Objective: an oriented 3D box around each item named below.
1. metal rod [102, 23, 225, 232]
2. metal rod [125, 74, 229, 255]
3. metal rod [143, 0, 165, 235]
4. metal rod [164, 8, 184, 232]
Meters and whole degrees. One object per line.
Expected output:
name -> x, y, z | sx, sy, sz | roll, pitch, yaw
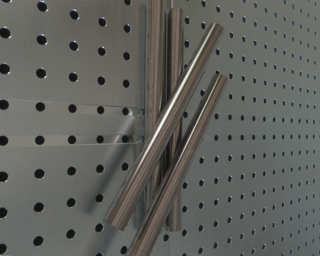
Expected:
metal rod -> 0.015, -0.017, 0.389 | 0.025, 0.025, 0.300 | 42, 65, -32
metal rod -> 0.023, 0.053, 0.394 | 0.025, 0.025, 0.300 | 42, 65, -32
metal rod -> -0.008, -0.014, 0.402 | 0.025, 0.025, 0.298 | 1, 89, -40
metal rod -> 0.019, -0.011, 0.425 | 0.025, 0.025, 0.298 | 1, 89, -40
